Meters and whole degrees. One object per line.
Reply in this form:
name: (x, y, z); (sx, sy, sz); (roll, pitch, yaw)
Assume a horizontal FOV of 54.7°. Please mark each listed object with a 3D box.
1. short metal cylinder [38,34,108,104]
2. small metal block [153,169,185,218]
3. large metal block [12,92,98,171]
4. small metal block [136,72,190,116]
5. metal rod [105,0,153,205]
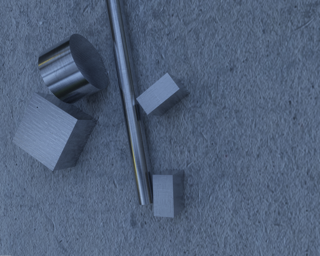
short metal cylinder: (-0.115, -0.079, 0.419); (0.050, 0.080, 0.080); (-23, 83, 18)
small metal block: (0.012, 0.080, 0.391); (0.025, 0.050, 0.050); (-2, 90, 20)
large metal block: (-0.151, 0.004, 0.447); (0.080, 0.050, 0.080); (31, 100, 17)
small metal block: (0.005, -0.041, 0.393); (0.050, 0.050, 0.025); (-38, 78, 16)
metal rod: (-0.042, -0.047, 0.422); (0.025, 0.025, 0.298); (-11, 86, 19)
